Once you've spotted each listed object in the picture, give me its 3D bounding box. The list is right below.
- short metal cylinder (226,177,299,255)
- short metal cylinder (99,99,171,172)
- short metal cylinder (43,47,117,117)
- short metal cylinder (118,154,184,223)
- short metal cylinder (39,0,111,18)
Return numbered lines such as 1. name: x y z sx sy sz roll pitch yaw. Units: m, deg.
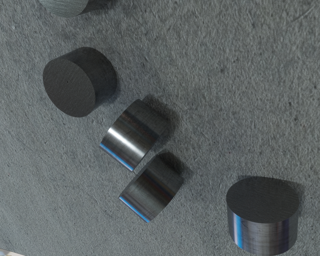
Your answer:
1. short metal cylinder: 0.122 0.103 0.371 0.080 0.080 0.050 4 120 26
2. short metal cylinder: -0.031 0.010 0.394 0.050 0.080 0.080 38 129 2
3. short metal cylinder: -0.105 -0.061 0.408 0.080 0.050 0.079 13 124 21
4. short metal cylinder: -0.012 0.083 0.429 0.050 0.080 0.080 42 129 -1
5. short metal cylinder: -0.094 -0.166 0.337 0.080 0.050 0.079 13 124 21
